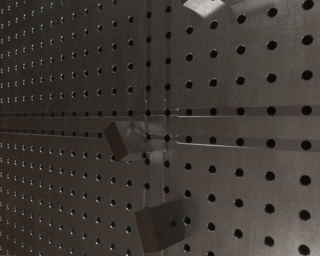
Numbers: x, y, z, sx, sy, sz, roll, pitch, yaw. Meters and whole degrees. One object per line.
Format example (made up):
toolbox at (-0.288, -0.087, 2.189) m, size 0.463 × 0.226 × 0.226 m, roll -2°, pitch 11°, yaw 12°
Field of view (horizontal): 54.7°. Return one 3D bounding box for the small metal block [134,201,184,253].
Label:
small metal block at (0.000, 0.124, 0.392) m, size 0.025 × 0.050 × 0.050 m, roll -24°, pitch 75°, yaw 37°

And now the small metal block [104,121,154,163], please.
small metal block at (-0.042, 0.018, 0.426) m, size 0.025 × 0.050 × 0.050 m, roll -40°, pitch 66°, yaw 33°

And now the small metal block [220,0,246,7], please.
small metal block at (0.090, -0.168, 0.334) m, size 0.050 × 0.025 × 0.050 m, roll -8°, pitch 85°, yaw 39°

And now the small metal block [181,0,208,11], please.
small metal block at (0.045, -0.180, 0.371) m, size 0.050 × 0.025 × 0.050 m, roll -29°, pitch 72°, yaw 36°
